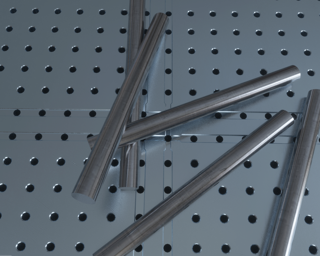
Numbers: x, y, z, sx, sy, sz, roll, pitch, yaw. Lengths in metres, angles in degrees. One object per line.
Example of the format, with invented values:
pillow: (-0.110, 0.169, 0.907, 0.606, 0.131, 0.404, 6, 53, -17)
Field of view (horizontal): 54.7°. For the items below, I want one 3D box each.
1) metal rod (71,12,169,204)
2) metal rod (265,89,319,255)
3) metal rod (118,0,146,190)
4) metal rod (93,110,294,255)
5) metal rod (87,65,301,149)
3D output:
metal rod: (-0.037, -0.048, 0.388, 0.025, 0.025, 0.300, 15, 55, 5)
metal rod: (0.164, 0.083, 0.383, 0.025, 0.025, 0.300, 21, 71, 7)
metal rod: (-0.037, -0.065, 0.435, 0.025, 0.025, 0.299, 1, 70, 0)
metal rod: (0.051, 0.070, 0.386, 0.301, 0.025, 0.025, -35, 74, -12)
metal rod: (0.054, -0.027, 0.405, 0.302, 0.025, 0.025, -20, 71, -14)
